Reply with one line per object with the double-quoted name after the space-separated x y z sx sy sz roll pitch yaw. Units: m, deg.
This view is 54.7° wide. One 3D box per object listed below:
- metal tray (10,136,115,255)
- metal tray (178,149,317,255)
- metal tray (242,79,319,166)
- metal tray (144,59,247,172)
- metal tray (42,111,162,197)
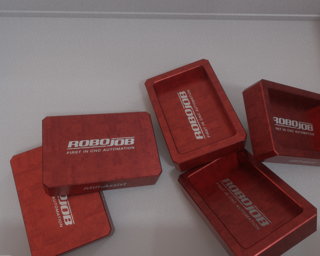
-0.118 0.082 0.376 0.091 0.030 0.130 -20 71 -7 "metal tray"
0.089 0.080 0.341 0.090 0.030 0.130 -29 38 -10 "metal tray"
0.165 -0.003 0.376 0.131 0.030 0.090 7 67 -29 "metal tray"
0.042 -0.020 0.395 0.090 0.030 0.130 -20 60 1 "metal tray"
-0.070 0.028 0.373 0.131 0.030 0.090 -4 59 -16 "metal tray"
